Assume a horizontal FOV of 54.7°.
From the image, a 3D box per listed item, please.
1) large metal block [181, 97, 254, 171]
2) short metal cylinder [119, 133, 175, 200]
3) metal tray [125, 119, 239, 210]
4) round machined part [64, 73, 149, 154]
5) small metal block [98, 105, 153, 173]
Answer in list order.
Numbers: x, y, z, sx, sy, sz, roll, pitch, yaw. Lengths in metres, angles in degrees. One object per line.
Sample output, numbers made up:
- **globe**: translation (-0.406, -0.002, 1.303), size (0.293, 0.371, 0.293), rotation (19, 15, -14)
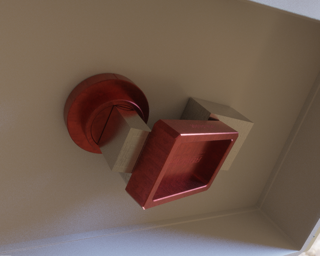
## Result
- **large metal block**: translation (0.071, 0.010, 0.436), size (0.081, 0.050, 0.079), rotation (10, 113, -33)
- **short metal cylinder**: translation (-0.011, 0.049, 0.401), size (0.081, 0.050, 0.080), rotation (-26, 145, -20)
- **metal tray**: translation (0.030, 0.037, 0.353), size (0.131, 0.030, 0.089), rotation (0, 121, -51)
- **round machined part**: translation (-0.057, -0.010, 0.359), size (0.099, 0.042, 0.097), rotation (-14, 125, -21)
- **small metal block**: translation (-0.038, 0.012, 0.323), size (0.025, 0.050, 0.050), rotation (13, 112, -34)
